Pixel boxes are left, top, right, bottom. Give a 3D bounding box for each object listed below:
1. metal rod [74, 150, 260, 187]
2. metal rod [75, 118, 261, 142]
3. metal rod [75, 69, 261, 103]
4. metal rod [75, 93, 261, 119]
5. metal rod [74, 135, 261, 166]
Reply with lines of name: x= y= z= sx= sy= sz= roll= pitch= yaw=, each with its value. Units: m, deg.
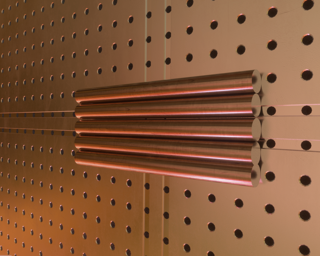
metal rod: x=-0.016 y=0.049 z=0.420 sx=0.300 sy=0.025 sz=0.025 roll=0 pitch=90 yaw=39
metal rod: x=-0.015 y=0.000 z=0.419 sx=0.300 sy=0.025 sz=0.025 roll=1 pitch=91 yaw=39
metal rod: x=-0.015 y=-0.051 z=0.419 sx=0.300 sy=0.025 sz=0.025 roll=1 pitch=91 yaw=39
metal rod: x=-0.015 y=-0.025 z=0.420 sx=0.300 sy=0.025 sz=0.025 roll=1 pitch=91 yaw=39
metal rod: x=-0.015 y=0.025 z=0.420 sx=0.300 sy=0.025 sz=0.025 roll=1 pitch=91 yaw=39
